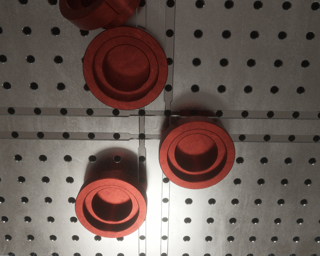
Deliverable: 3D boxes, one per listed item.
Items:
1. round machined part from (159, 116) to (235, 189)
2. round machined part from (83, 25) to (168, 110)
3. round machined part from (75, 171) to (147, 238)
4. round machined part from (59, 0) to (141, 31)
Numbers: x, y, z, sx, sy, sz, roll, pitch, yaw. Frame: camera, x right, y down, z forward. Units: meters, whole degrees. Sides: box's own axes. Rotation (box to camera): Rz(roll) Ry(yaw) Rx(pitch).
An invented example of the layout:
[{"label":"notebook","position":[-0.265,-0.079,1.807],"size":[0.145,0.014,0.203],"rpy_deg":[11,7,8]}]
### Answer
[{"label":"round machined part","position":[0.048,0.029,0.416],"size":[0.099,0.042,0.097],"rpy_deg":[0,110,-1]},{"label":"round machined part","position":[-0.040,-0.074,0.377],"size":[0.099,0.042,0.097],"rpy_deg":[0,110,-1]},{"label":"round machined part","position":[-0.067,0.104,0.442],"size":[0.099,0.042,0.097],"rpy_deg":[0,110,-1]},{"label":"round machined part","position":[-0.058,-0.146,0.330],"size":[0.098,0.098,0.042],"rpy_deg":[-42,143,13]}]
